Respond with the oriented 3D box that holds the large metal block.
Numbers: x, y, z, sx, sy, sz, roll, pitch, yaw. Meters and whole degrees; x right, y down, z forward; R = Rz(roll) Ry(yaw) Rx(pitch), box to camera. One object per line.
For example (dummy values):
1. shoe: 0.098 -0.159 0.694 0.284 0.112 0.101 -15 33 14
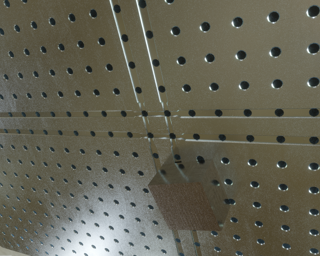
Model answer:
1. large metal block: 0.042 0.094 0.432 0.080 0.050 0.080 -11 113 33
